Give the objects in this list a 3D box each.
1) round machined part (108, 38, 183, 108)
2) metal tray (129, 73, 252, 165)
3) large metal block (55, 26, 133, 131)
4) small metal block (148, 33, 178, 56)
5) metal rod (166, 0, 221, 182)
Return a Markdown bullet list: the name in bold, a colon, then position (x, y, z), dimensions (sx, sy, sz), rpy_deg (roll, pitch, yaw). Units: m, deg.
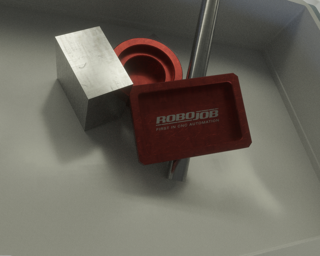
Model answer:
- **round machined part**: position (-0.022, -0.067, 0.415), dimensions (0.099, 0.042, 0.098), rpy_deg (5, 69, -12)
- **metal tray**: position (0.033, -0.011, 0.365), dimensions (0.131, 0.030, 0.090), rpy_deg (-9, 82, -8)
- **large metal block**: position (-0.079, -0.054, 0.357), dimensions (0.050, 0.080, 0.080), rpy_deg (-24, 75, -25)
- **small metal block**: position (-0.009, -0.109, 0.469), dimensions (0.050, 0.025, 0.050), rpy_deg (42, 50, 0)
- **metal rod**: position (0.050, -0.079, 0.407), dimensions (0.025, 0.025, 0.299), rpy_deg (16, 79, -20)
